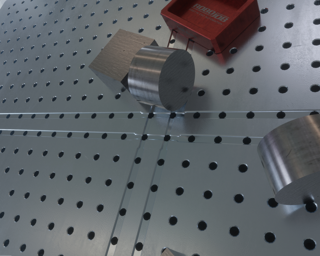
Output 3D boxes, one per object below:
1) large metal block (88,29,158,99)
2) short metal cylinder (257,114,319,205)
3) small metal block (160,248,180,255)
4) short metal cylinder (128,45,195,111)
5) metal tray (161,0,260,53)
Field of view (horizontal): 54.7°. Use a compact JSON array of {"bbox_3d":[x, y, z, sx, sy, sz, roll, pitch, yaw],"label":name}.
[{"bbox_3d":[-0.049,-0.099,0.479,0.080,0.050,0.080,29,77,37],"label":"large metal block"},{"bbox_3d":[0.136,0.031,0.282,0.080,0.080,0.050,-21,54,16],"label":"short metal cylinder"},{"bbox_3d":[0.012,0.157,0.306,0.050,0.025,0.050,-49,51,-6],"label":"small metal block"},{"bbox_3d":[0.004,-0.067,0.412,0.050,0.080,0.080,18,71,35],"label":"short metal cylinder"},{"bbox_3d":[0.073,-0.177,0.475,0.090,0.030,0.130,-44,51,-3],"label":"metal tray"}]
